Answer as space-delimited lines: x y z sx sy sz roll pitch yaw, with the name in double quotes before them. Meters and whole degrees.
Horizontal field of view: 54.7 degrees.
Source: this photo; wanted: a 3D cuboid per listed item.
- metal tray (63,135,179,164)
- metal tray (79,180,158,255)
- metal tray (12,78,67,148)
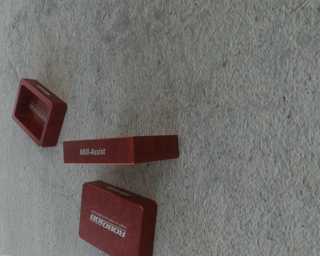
"metal tray" -0.052 0.028 0.405 0.130 0.091 0.030 -5 87 40
"metal tray" -0.066 0.137 0.456 0.130 0.030 0.089 10 96 39
"metal tray" -0.235 -0.031 0.595 0.130 0.030 0.089 33 110 35
